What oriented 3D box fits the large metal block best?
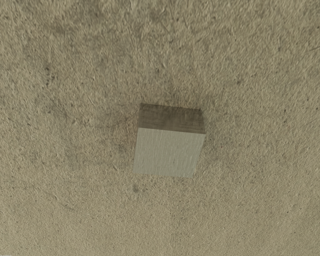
[{"bbox_3d":[0.009,0.017,0.407,0.081,0.050,0.079,6,130,-6],"label":"large metal block"}]
